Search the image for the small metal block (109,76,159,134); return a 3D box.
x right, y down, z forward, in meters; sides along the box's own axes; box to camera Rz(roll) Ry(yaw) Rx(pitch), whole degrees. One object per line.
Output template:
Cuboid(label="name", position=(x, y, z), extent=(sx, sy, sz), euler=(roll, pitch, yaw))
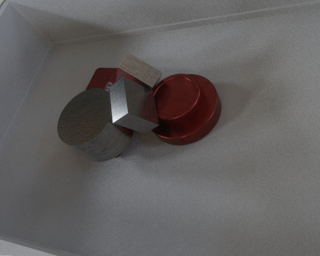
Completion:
Cuboid(label="small metal block", position=(-0.031, -0.026, 0.368), extent=(0.025, 0.050, 0.050), euler=(-30, 56, 33))

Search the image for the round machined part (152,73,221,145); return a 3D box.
Cuboid(label="round machined part", position=(0.025, -0.031, 0.397), extent=(0.098, 0.042, 0.098), euler=(-13, 56, 20))

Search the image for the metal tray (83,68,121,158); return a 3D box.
Cuboid(label="metal tray", position=(-0.077, -0.027, 0.453), extent=(0.090, 0.030, 0.130), euler=(8, 66, 31))

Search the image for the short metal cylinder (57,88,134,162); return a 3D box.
Cuboid(label="short metal cylinder", position=(-0.080, -0.003, 0.392), extent=(0.080, 0.050, 0.080), euler=(-13, 56, 20))

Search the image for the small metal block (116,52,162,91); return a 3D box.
Cuboid(label="small metal block", position=(-0.029, -0.065, 0.409), extent=(0.050, 0.050, 0.025), euler=(31, 70, 0))
